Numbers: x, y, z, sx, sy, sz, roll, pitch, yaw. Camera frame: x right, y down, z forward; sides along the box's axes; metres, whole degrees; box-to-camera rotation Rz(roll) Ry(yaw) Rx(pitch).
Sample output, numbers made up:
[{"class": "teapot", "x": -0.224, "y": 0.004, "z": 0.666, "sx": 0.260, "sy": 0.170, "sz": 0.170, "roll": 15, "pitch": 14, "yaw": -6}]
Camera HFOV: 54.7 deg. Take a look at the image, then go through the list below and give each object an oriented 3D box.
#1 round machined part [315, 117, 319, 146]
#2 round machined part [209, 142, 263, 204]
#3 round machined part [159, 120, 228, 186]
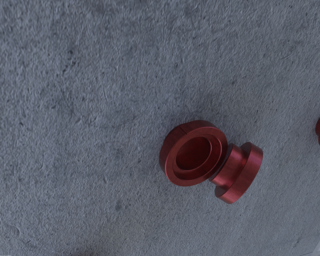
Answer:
[{"class": "round machined part", "x": 0.331, "y": -0.003, "z": 0.574, "sx": 0.099, "sy": 0.042, "sz": 0.097, "roll": -14, "pitch": 124, "yaw": -21}, {"class": "round machined part", "x": 0.109, "y": 0.062, "z": 0.470, "sx": 0.042, "sy": 0.098, "sz": 0.098, "roll": 31, "pitch": 104, "yaw": 1}, {"class": "round machined part", "x": 0.043, "y": 0.031, "z": 0.438, "sx": 0.099, "sy": 0.042, "sz": 0.097, "roll": -14, "pitch": 124, "yaw": -21}]
